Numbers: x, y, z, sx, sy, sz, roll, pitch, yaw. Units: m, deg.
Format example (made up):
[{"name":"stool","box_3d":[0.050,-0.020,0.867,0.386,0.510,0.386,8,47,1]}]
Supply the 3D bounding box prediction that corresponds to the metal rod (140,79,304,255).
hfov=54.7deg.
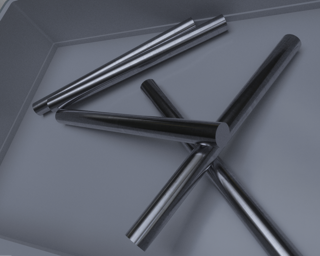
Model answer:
[{"name":"metal rod","box_3d":[0.052,0.033,0.358,0.025,0.025,0.300,-38,51,2]}]

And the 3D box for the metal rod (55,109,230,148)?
[{"name":"metal rod","box_3d":[-0.049,-0.006,0.400,0.300,0.025,0.025,7,65,43]}]

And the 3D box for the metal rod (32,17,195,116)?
[{"name":"metal rod","box_3d":[-0.079,-0.096,0.506,0.300,0.025,0.025,-25,53,12]}]

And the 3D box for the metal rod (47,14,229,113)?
[{"name":"metal rod","box_3d":[-0.041,-0.095,0.478,0.301,0.025,0.025,-23,53,11]}]

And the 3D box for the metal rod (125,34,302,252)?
[{"name":"metal rod","box_3d":[0.070,0.002,0.340,0.025,0.025,0.301,27,68,37]}]
